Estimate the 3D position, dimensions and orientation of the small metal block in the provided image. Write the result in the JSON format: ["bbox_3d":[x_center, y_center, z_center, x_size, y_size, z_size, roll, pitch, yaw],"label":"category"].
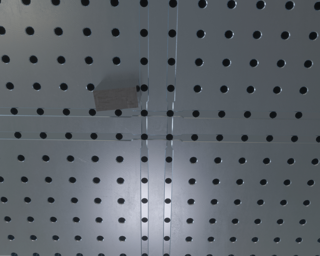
[{"bbox_3d":[-0.051,-0.042,0.384,0.050,0.050,0.025,-5,110,2],"label":"small metal block"}]
